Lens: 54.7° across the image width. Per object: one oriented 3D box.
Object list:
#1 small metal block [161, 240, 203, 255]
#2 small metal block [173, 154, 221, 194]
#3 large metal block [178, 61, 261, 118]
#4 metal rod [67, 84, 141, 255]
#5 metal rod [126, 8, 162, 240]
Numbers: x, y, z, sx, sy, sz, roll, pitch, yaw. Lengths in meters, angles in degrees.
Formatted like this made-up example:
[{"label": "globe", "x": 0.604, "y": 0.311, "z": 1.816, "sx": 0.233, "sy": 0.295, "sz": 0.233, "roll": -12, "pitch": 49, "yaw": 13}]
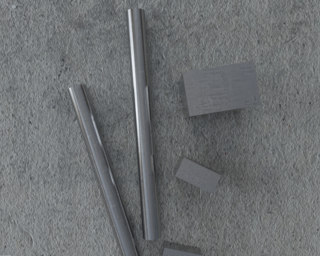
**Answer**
[{"label": "small metal block", "x": 0.025, "y": 0.183, "z": 0.411, "sx": 0.050, "sy": 0.025, "sz": 0.050, "roll": 12, "pitch": 90, "yaw": -1}, {"label": "small metal block", "x": 0.046, "y": 0.057, "z": 0.398, "sx": 0.050, "sy": 0.050, "sz": 0.025, "roll": 26, "pitch": 90, "yaw": -1}, {"label": "large metal block", "x": 0.068, "y": -0.044, "z": 0.383, "sx": 0.081, "sy": 0.080, "sz": 0.050, "roll": -9, "pitch": 90, "yaw": 0}, {"label": "metal rod", "x": -0.064, "y": 0.088, "z": 0.409, "sx": 0.025, "sy": 0.025, "sz": 0.298, "roll": -18, "pitch": 90, "yaw": 0}, {"label": "metal rod", "x": -0.021, "y": -0.005, "z": 0.409, "sx": 0.025, "sy": 0.025, "sz": 0.298, "roll": -4, "pitch": 90, "yaw": -1}]
